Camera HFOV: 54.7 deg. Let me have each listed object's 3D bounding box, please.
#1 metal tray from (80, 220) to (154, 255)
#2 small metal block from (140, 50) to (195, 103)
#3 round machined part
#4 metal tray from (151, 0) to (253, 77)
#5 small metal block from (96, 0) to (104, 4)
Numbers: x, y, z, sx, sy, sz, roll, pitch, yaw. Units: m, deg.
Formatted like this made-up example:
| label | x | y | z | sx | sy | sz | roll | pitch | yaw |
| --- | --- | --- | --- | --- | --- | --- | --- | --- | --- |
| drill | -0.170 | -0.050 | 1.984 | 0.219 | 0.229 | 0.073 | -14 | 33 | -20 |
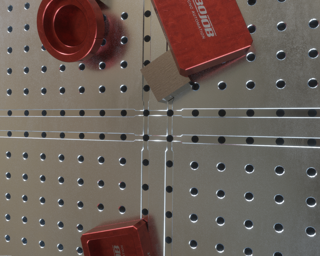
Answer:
| label | x | y | z | sx | sy | sz | roll | pitch | yaw |
| --- | --- | --- | --- | --- | --- | --- | --- | --- | --- |
| metal tray | -0.051 | 0.201 | 0.427 | 0.090 | 0.030 | 0.129 | -16 | 85 | 19 |
| small metal block | 0.010 | -0.068 | 0.409 | 0.050 | 0.025 | 0.050 | -32 | 80 | 17 |
| round machined part | -0.120 | -0.144 | 0.438 | 0.098 | 0.042 | 0.097 | 6 | 107 | 20 |
| metal tray | 0.046 | -0.139 | 0.380 | 0.090 | 0.030 | 0.129 | -21 | 83 | 1 |
| small metal block | -0.109 | -0.209 | 0.451 | 0.050 | 0.025 | 0.050 | 3 | 91 | 20 |
